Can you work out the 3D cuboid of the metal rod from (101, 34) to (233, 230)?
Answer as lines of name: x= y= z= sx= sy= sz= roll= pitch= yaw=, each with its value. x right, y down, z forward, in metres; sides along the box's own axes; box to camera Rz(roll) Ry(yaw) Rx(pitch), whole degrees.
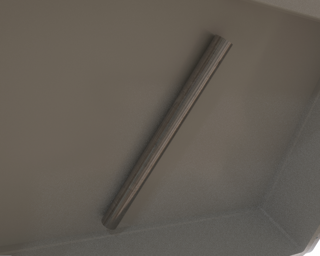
metal rod: x=0.002 y=0.015 z=0.415 sx=0.025 sy=0.025 sz=0.299 roll=22 pitch=107 yaw=-36
